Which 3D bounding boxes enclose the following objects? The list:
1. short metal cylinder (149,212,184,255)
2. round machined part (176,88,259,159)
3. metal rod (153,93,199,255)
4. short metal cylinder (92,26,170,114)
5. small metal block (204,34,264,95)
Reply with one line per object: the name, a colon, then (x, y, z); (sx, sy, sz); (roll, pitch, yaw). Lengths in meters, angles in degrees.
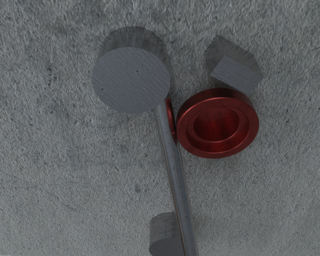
short metal cylinder: (0.021, 0.196, 0.558); (0.081, 0.050, 0.079); (0, 130, 0)
round machined part: (0.069, -0.010, 0.388); (0.099, 0.042, 0.097); (0, 130, 0)
metal rod: (0.028, 0.089, 0.448); (0.025, 0.025, 0.298); (-8, 119, 7)
short metal cylinder: (-0.030, -0.062, 0.337); (0.081, 0.050, 0.079); (0, 130, 0)
small metal block: (0.078, -0.069, 0.333); (0.050, 0.050, 0.025); (23, 126, -19)
